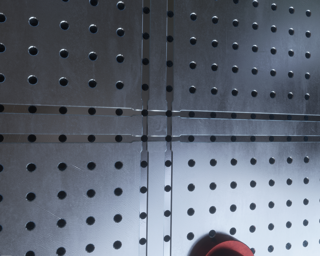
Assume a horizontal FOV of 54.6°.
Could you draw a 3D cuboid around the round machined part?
[{"bbox_3d":[0.097,0.208,0.439,0.099,0.042,0.097,0,90,-20],"label":"round machined part"}]
